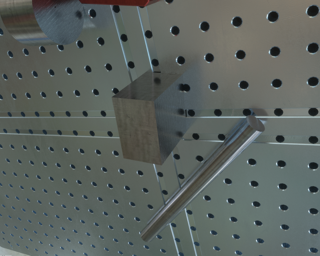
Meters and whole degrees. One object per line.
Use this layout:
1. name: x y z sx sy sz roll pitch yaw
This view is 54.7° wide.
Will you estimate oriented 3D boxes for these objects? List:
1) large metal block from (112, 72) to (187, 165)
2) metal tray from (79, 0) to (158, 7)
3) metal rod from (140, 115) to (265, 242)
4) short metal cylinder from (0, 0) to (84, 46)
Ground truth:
1. large metal block: -0.008 -0.014 0.371 0.050 0.080 0.079 8 122 24
2. metal tray: -0.048 -0.195 0.312 0.090 0.030 0.129 11 123 22
3. metal rod: 0.043 0.091 0.444 0.025 0.025 0.298 37 129 3
4. short metal cylinder: -0.135 -0.137 0.362 0.050 0.080 0.079 5 121 26
